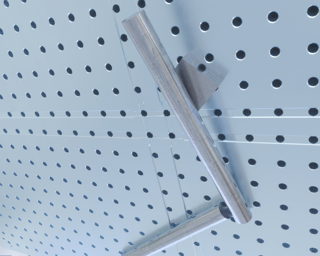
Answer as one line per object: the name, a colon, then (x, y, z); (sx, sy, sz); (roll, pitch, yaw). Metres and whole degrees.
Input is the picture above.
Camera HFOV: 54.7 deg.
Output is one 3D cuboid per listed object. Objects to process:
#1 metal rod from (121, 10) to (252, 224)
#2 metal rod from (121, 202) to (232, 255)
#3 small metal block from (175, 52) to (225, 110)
metal rod: (0.044, 0.007, 0.363); (0.025, 0.025, 0.299); (-13, 121, 34)
metal rod: (0.006, 0.193, 0.527); (0.025, 0.025, 0.299); (45, 129, -3)
small metal block: (0.037, -0.051, 0.360); (0.050, 0.025, 0.050); (38, 129, 2)
